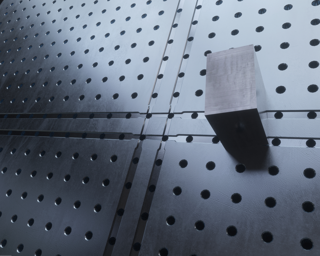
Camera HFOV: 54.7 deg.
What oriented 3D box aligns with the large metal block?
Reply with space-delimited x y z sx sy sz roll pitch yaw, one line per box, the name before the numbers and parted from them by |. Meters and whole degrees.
large metal block | 0.087 -0.032 0.346 0.050 0.080 0.080 -7 59 24
